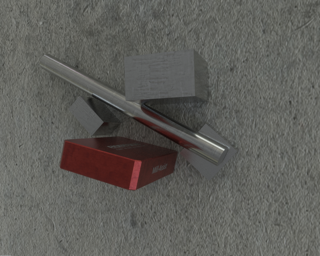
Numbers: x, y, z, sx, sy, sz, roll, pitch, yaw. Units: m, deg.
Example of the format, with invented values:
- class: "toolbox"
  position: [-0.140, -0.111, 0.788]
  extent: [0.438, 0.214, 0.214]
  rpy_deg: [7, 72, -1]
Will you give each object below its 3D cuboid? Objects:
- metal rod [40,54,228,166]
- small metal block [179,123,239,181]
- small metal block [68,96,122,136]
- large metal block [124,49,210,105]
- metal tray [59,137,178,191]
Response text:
- class: "metal rod"
  position: [-0.050, -0.034, 0.412]
  extent: [0.300, 0.025, 0.025]
  rpy_deg: [29, 99, 22]
- class: "small metal block"
  position: [0.062, 0.029, 0.388]
  extent: [0.050, 0.025, 0.050]
  rpy_deg: [43, 103, 14]
- class: "small metal block"
  position: [-0.088, -0.016, 0.426]
  extent: [0.050, 0.050, 0.025]
  rpy_deg: [46, 104, 14]
- class: "large metal block"
  position: [0.012, -0.057, 0.375]
  extent: [0.080, 0.080, 0.050]
  rpy_deg: [-2, 90, 19]
- class: "metal tray"
  position: [-0.041, 0.036, 0.368]
  extent: [0.090, 0.130, 0.030]
  rpy_deg: [13, 95, 19]
